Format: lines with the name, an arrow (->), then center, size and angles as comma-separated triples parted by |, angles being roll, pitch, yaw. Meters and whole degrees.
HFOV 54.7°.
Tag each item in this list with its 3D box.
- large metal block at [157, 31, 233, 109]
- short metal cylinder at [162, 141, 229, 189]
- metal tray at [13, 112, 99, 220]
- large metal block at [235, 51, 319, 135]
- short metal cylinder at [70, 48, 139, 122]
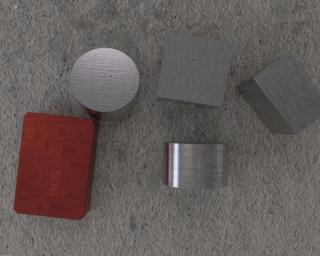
large metal block -> 0.042, -0.071, 0.398 | 0.080, 0.050, 0.080 | 9, 90, 0
short metal cylinder -> 0.043, 0.043, 0.383 | 0.081, 0.080, 0.050 | 1, 90, 0
metal tray -> -0.134, 0.048, 0.406 | 0.091, 0.030, 0.129 | 6, 90, 0
large metal block -> 0.147, -0.039, 0.384 | 0.050, 0.080, 0.080 | -37, 90, 0
short metal cylinder -> -0.067, -0.052, 0.389 | 0.081, 0.050, 0.080 | 1, 78, -5
